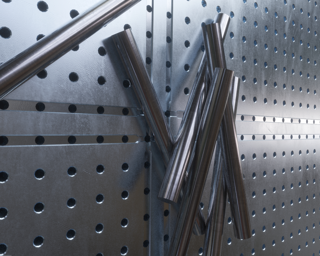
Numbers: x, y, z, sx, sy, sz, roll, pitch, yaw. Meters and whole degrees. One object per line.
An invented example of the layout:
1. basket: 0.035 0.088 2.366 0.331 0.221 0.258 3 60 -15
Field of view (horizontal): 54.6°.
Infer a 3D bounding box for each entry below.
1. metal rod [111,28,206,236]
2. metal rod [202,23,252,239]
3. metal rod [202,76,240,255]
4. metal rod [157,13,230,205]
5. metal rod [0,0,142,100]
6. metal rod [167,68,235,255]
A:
1. metal rod: 0.007 0.018 0.413 0.025 0.025 0.299 -34 111 -35
2. metal rod: 0.094 0.009 0.432 0.025 0.025 0.298 -15 98 -39
3. metal rod: 0.093 0.062 0.464 0.025 0.025 0.299 24 69 -37
4. metal rod: 0.054 -0.042 0.430 0.025 0.025 0.300 36 61 -34
5. metal rod: -0.069 -0.126 0.349 0.301 0.025 0.025 -47 118 -29
6. metal rod: 0.047 0.070 0.408 0.025 0.025 0.298 10 96 -40
